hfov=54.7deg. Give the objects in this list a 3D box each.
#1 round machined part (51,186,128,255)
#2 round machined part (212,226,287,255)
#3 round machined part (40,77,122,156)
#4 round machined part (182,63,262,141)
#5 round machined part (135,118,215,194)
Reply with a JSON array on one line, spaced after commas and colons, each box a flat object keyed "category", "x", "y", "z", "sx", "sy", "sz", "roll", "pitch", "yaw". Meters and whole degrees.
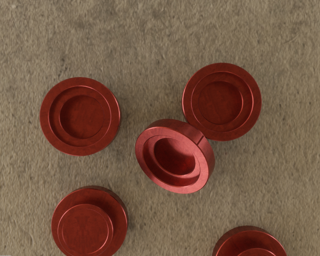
[{"category": "round machined part", "x": -0.092, "y": 0.127, "z": 0.400, "sx": 0.099, "sy": 0.042, "sz": 0.097, "roll": 0, "pitch": 90, "yaw": -1}, {"category": "round machined part", "x": 0.120, "y": 0.182, "z": 0.403, "sx": 0.099, "sy": 0.042, "sz": 0.097, "roll": 0, "pitch": 90, "yaw": -1}, {"category": "round machined part", "x": -0.098, "y": -0.014, "z": 0.400, "sx": 0.099, "sy": 0.042, "sz": 0.097, "roll": 0, "pitch": 90, "yaw": -1}, {"category": "round machined part", "x": 0.077, "y": -0.032, "z": 0.403, "sx": 0.099, "sy": 0.042, "sz": 0.097, "roll": 0, "pitch": 90, "yaw": -1}, {"category": "round machined part", "x": 0.022, "y": 0.030, "z": 0.385, "sx": 0.098, "sy": 0.042, "sz": 0.097, "roll": 16, "pitch": 127, "yaw": 22}]
